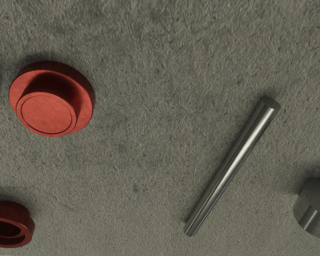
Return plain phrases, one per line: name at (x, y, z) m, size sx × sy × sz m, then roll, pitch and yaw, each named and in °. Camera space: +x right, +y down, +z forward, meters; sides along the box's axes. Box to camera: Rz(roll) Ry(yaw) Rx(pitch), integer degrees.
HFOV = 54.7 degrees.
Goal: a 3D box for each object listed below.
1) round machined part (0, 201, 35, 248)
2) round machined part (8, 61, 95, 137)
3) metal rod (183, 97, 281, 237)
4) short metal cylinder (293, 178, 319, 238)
round machined part at (-0.264, 0.162, 0.530) m, size 0.099 × 0.042 × 0.097 m, roll -1°, pitch 130°, yaw 0°
round machined part at (-0.130, -0.027, 0.371) m, size 0.099 × 0.042 × 0.097 m, roll -1°, pitch 130°, yaw 0°
metal rod at (0.096, 0.078, 0.475) m, size 0.025 × 0.025 × 0.298 m, roll 12°, pitch 129°, yaw -11°
short metal cylinder at (0.256, 0.124, 0.481) m, size 0.081 × 0.080 × 0.050 m, roll 2°, pitch 130°, yaw -3°
